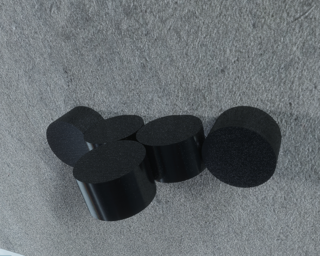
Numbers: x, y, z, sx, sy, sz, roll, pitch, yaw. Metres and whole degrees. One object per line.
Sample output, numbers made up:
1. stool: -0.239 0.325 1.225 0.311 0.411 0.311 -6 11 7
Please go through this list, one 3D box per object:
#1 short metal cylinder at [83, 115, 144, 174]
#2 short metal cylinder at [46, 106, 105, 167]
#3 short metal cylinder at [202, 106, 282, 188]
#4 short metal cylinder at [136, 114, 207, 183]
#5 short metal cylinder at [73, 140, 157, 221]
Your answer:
1. short metal cylinder: -0.055 0.022 0.415 0.080 0.080 0.050 0 119 28
2. short metal cylinder: -0.120 0.013 0.464 0.080 0.050 0.079 13 124 20
3. short metal cylinder: 0.094 0.021 0.355 0.080 0.050 0.079 13 124 20
4. short metal cylinder: 0.016 0.023 0.379 0.080 0.080 0.050 0 118 28
5. short metal cylinder: -0.049 0.056 0.343 0.080 0.080 0.050 1 120 28
